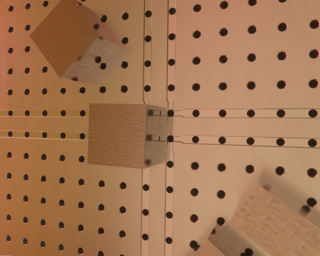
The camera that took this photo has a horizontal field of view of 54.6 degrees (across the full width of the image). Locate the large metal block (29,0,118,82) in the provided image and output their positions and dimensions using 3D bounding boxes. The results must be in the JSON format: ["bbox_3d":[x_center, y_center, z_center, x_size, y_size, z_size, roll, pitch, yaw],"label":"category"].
[{"bbox_3d":[-0.123,-0.125,0.443,0.080,0.050,0.080,-41,77,15],"label":"large metal block"}]

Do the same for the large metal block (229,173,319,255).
[{"bbox_3d":[0.129,0.099,0.338,0.080,0.080,0.050,37,102,16],"label":"large metal block"}]

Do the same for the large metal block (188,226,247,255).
[{"bbox_3d":[0.068,0.183,0.376,0.080,0.050,0.080,42,103,15],"label":"large metal block"}]

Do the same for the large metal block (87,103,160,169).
[{"bbox_3d":[-0.048,0.009,0.417,0.080,0.050,0.080,2,91,20],"label":"large metal block"}]
